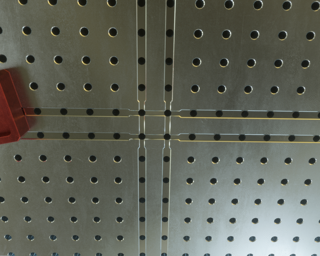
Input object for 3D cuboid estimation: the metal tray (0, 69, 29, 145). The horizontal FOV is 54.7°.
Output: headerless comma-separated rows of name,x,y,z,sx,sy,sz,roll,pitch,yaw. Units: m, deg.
metal tray,-0.251,-0.018,0.400,0.131,0.030,0.089,-10,110,3
